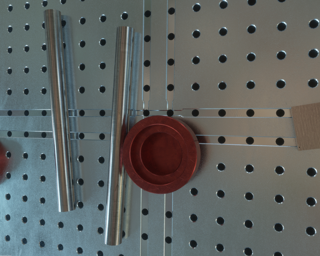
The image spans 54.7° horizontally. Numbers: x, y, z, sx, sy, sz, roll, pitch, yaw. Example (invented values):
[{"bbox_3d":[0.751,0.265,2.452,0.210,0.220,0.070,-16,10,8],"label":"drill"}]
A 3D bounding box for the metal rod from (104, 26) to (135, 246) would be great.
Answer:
[{"bbox_3d":[-0.057,0.012,0.432,0.025,0.025,0.298,4,91,20],"label":"metal rod"}]

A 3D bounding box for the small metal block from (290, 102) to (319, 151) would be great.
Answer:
[{"bbox_3d":[0.178,-0.003,0.349,0.050,0.025,0.050,-9,87,19],"label":"small metal block"}]

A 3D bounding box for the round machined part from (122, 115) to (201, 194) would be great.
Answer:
[{"bbox_3d":[0.005,0.033,0.402,0.098,0.042,0.097,0,90,20],"label":"round machined part"}]

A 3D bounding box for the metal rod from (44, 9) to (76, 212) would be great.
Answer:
[{"bbox_3d":[-0.151,-0.027,0.465,0.025,0.025,0.298,-5,88,20],"label":"metal rod"}]
